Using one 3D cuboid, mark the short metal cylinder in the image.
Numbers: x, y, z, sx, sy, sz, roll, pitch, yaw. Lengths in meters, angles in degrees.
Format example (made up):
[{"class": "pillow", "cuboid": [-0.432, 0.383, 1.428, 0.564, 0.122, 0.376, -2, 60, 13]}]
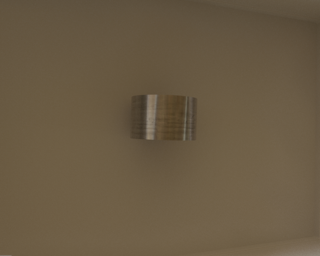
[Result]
[{"class": "short metal cylinder", "cuboid": [0.005, -0.011, 0.380, 0.081, 0.080, 0.050, 2, 90, -20]}]
